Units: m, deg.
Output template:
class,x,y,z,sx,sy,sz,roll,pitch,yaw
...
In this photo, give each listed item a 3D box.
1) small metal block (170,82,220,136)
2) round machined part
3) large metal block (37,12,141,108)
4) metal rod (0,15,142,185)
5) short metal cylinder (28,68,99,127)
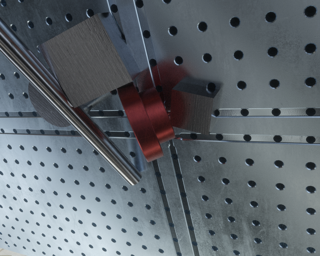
class,x,y,z,sx,sy,sz,roll,pitch,yaw
small metal block,0.041,-0.024,0.374,0.050,0.025,0.050,15,125,19
round machined part,-0.014,-0.011,0.376,0.042,0.098,0.098,-23,111,-3
large metal block,-0.081,-0.081,0.370,0.080,0.050,0.080,-23,107,15
metal rod,-0.108,-0.019,0.390,0.025,0.025,0.300,-8,135,31
short metal cylinder,-0.134,-0.048,0.434,0.080,0.050,0.079,13,124,20
